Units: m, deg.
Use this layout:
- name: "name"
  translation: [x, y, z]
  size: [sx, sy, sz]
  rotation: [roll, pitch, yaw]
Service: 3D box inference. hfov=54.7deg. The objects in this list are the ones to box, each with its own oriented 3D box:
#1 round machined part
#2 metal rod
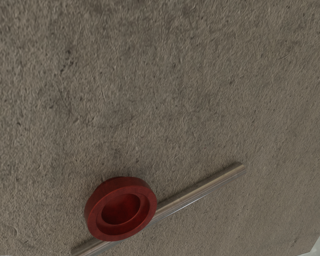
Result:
- name: "round machined part"
  translation: [-0.057, 0.107, 0.432]
  size: [0.099, 0.042, 0.097]
  rotation: [-14, 125, -21]
- name: "metal rod"
  translation: [0.007, 0.130, 0.492]
  size: [0.302, 0.025, 0.025]
  rotation: [-25, 128, -13]
